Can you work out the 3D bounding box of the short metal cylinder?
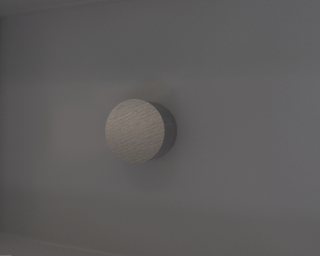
[{"bbox_3d":[-0.024,0.004,0.406,0.080,0.050,0.080,0,90,20],"label":"short metal cylinder"}]
